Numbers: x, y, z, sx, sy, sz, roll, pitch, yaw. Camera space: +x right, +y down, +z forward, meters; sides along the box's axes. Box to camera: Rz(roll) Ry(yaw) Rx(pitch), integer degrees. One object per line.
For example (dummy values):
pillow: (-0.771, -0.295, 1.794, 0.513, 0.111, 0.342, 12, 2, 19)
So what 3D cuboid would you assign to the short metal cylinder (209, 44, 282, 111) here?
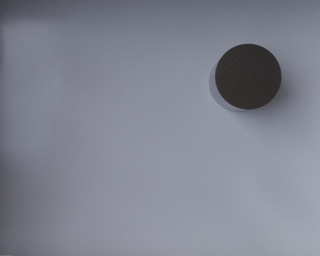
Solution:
short metal cylinder: (0.107, -0.062, 0.400, 0.080, 0.050, 0.080, 0, 90, 0)
